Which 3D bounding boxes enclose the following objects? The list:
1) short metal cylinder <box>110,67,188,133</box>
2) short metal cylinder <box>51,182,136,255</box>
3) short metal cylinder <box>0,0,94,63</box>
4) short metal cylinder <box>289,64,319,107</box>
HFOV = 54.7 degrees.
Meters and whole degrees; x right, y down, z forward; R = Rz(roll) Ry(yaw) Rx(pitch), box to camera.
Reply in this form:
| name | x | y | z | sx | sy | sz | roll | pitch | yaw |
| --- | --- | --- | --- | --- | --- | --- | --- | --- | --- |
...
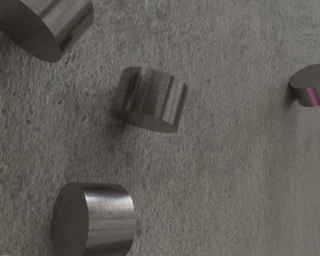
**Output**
| name | x | y | z | sx | sy | sz | roll | pitch | yaw |
| --- | --- | --- | --- | --- | --- | --- | --- | --- | --- |
| short metal cylinder | -0.012 | -0.030 | 0.360 | 0.080 | 0.080 | 0.050 | 25 | 75 | -38 |
| short metal cylinder | -0.069 | 0.096 | 0.313 | 0.050 | 0.080 | 0.080 | 11 | 83 | -40 |
| short metal cylinder | -0.108 | -0.106 | 0.279 | 0.080 | 0.080 | 0.050 | 47 | 62 | -30 |
| short metal cylinder | 0.317 | -0.088 | 0.639 | 0.080 | 0.080 | 0.050 | -51 | 121 | -28 |
